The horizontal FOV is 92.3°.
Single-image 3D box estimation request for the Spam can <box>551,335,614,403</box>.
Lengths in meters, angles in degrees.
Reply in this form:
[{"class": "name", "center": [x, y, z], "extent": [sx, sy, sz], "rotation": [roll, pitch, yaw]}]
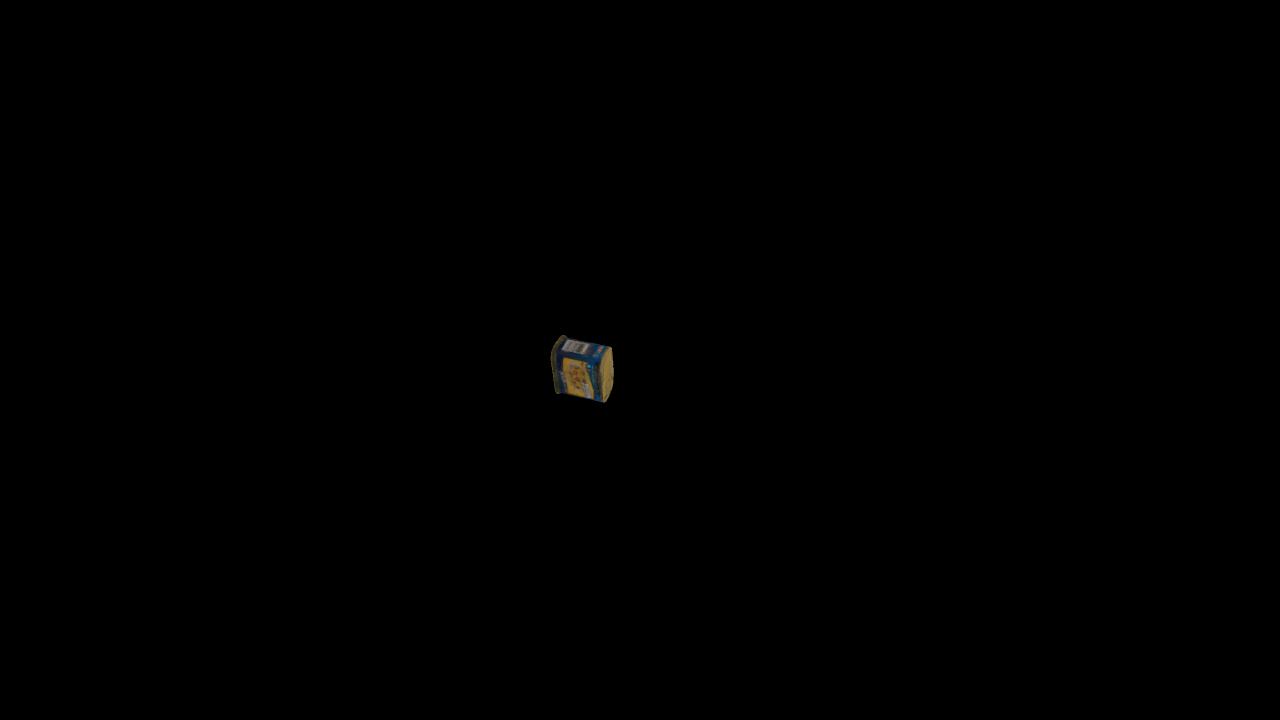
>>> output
[{"class": "Spam can", "center": [-0.091, 0.016, 0.995], "extent": [0.085, 0.101, 0.058], "rotation": [12, 44, 14]}]
